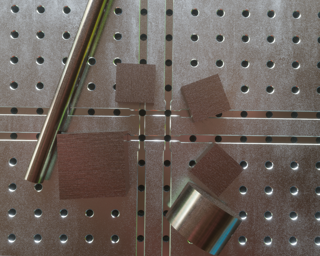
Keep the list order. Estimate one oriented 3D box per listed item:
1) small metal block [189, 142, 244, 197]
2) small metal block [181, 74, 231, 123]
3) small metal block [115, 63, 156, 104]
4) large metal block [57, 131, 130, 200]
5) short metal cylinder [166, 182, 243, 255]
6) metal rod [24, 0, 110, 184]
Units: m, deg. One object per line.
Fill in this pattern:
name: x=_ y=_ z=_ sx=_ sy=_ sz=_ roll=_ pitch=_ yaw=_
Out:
small metal block: x=0.074 y=0.055 z=0.414 sx=0.050 sy=0.025 sz=0.050 roll=43 pitch=90 yaw=-1
small metal block: x=0.060 y=-0.039 z=0.414 sx=0.050 sy=0.025 sz=0.050 roll=-20 pitch=90 yaw=-1
small metal block: x=-0.032 y=-0.058 z=0.413 sx=0.050 sy=0.025 sz=0.050 roll=2 pitch=90 yaw=-1
large metal block: x=-0.083 y=0.045 z=0.400 sx=0.081 sy=0.050 sz=0.079 roll=-3 pitch=90 yaw=-1
short metal cylinder: x=0.054 y=0.111 z=0.387 sx=0.080 sy=0.080 sz=0.050 roll=34 pitch=90 yaw=-1
metal rod: x=-0.117 y=-0.071 z=0.411 sx=0.025 sy=0.025 sz=0.299 roll=20 pitch=90 yaw=-1
